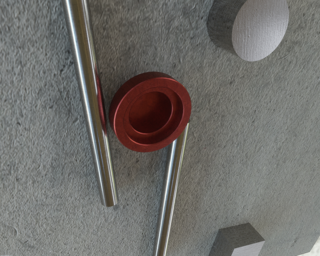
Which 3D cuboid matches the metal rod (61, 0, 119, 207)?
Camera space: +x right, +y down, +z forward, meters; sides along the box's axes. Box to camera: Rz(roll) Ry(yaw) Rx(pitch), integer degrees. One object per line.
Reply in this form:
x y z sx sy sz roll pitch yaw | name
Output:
-0.075 -0.024 0.351 0.025 0.025 0.298 -16 125 -20 | metal rod

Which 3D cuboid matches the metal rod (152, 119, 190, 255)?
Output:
0.012 0.118 0.488 0.025 0.025 0.298 -8 122 -25 | metal rod

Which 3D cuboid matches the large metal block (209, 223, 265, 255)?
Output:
0.155 0.247 0.631 0.081 0.050 0.079 -1 119 -28 | large metal block

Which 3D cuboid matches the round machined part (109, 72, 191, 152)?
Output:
-0.015 -0.022 0.375 0.099 0.042 0.097 -14 125 -21 | round machined part

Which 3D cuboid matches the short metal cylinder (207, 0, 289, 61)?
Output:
0.105 -0.126 0.372 0.081 0.050 0.079 -14 125 -21 | short metal cylinder
